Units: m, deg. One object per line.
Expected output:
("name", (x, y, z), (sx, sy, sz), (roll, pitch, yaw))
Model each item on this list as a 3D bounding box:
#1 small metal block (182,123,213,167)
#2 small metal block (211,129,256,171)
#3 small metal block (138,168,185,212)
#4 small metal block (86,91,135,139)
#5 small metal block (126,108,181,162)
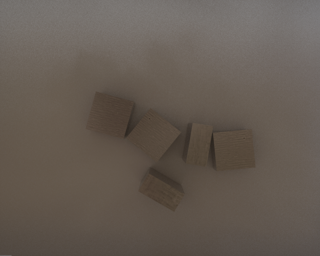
("small metal block", (0.047, 0.020, 0.398), (0.025, 0.050, 0.050), (10, 90, -1))
("small metal block", (0.096, 0.028, 0.410), (0.050, 0.025, 0.050), (-6, 90, -1))
("small metal block", (0.002, 0.077, 0.397), (0.050, 0.050, 0.025), (30, 91, -1))
("small metal block", (-0.064, -0.016, 0.408), (0.050, 0.025, 0.050), (15, 90, -1))
("small metal block", (-0.008, 0.009, 0.409), (0.050, 0.025, 0.050), (39, 90, -1))
